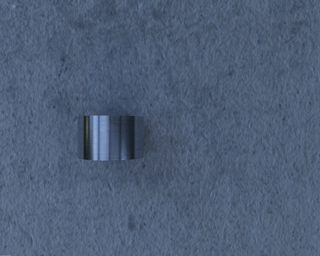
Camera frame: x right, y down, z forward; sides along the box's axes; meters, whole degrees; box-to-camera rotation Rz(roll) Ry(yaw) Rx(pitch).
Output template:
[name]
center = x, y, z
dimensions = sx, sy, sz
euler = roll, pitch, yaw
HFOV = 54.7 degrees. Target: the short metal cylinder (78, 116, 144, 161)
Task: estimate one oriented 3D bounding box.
[short metal cylinder]
center = -0.060, 0.011, 0.382
dimensions = 0.081, 0.080, 0.050
euler = 0, 90, -1
